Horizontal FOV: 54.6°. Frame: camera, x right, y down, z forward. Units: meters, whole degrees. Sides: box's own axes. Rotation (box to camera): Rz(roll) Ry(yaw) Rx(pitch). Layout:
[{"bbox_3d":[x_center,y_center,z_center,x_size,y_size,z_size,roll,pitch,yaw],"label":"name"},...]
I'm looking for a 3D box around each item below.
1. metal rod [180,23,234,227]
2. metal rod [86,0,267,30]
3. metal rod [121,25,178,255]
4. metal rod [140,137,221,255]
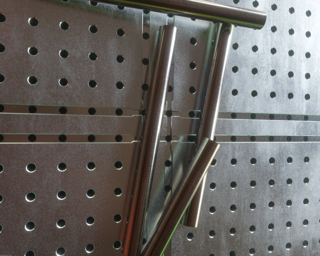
[{"bbox_3d":[0.068,-0.013,0.437,0.025,0.025,0.299,12,86,-20],"label":"metal rod"},{"bbox_3d":[-0.005,-0.161,0.394,0.302,0.025,0.025,4,89,-14],"label":"metal rod"},{"bbox_3d":[-0.013,0.014,0.407,0.025,0.025,0.299,11,86,-20],"label":"metal rod"},{"bbox_3d":[-0.003,0.148,0.397,0.025,0.025,0.299,30,85,-18],"label":"metal rod"}]
